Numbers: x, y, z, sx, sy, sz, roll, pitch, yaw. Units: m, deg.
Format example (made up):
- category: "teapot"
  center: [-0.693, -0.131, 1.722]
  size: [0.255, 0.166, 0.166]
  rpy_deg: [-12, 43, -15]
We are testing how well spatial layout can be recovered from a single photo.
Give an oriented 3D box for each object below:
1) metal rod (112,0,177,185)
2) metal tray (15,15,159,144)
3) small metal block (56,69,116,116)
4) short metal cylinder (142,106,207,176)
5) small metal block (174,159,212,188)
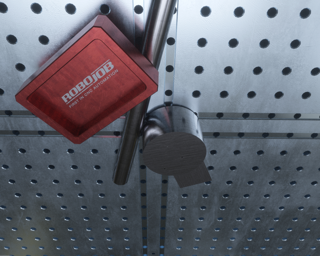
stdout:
- category: "metal rod"
  center: [-0.026, -0.032, 0.383]
  size: [0.025, 0.025, 0.298]
  rpy_deg: [10, 129, -9]
- category: "metal tray"
  center: [-0.078, -0.045, 0.335]
  size: [0.130, 0.030, 0.090]
  rpy_deg: [-32, 123, 24]
- category: "small metal block"
  center: [-0.088, -0.045, 0.372]
  size: [0.050, 0.025, 0.050]
  rpy_deg: [35, 122, -26]
- category: "short metal cylinder"
  center: [0.017, 0.018, 0.408]
  size: [0.081, 0.050, 0.079]
  rpy_deg: [-3, 132, -3]
- category: "small metal block"
  center: [0.046, 0.060, 0.464]
  size: [0.050, 0.025, 0.050]
  rpy_deg: [-17, 129, 13]
